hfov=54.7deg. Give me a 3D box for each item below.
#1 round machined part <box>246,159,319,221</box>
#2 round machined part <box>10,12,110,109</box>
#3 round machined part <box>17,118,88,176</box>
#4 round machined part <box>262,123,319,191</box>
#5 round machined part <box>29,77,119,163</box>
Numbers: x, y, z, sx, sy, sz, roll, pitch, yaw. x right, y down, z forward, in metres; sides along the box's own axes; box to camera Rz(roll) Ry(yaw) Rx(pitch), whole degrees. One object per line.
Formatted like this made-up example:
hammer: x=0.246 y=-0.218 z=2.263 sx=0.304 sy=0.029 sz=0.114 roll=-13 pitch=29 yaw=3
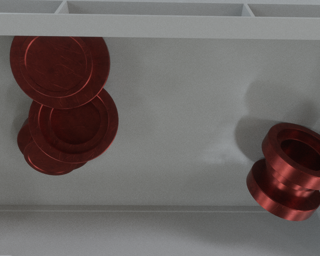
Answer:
round machined part: x=0.174 y=0.075 z=0.427 sx=0.099 sy=0.098 sz=0.042 roll=10 pitch=125 yaw=-9
round machined part: x=-0.101 y=-0.067 z=0.314 sx=0.099 sy=0.042 sz=0.097 roll=-2 pitch=103 yaw=-7
round machined part: x=-0.143 y=0.027 z=0.419 sx=0.099 sy=0.042 sz=0.097 roll=0 pitch=130 yaw=0
round machined part: x=0.177 y=0.041 z=0.398 sx=0.099 sy=0.098 sz=0.042 roll=10 pitch=129 yaw=-9
round machined part: x=-0.099 y=-0.010 z=0.368 sx=0.099 sy=0.042 sz=0.097 roll=-1 pitch=94 yaw=-8
